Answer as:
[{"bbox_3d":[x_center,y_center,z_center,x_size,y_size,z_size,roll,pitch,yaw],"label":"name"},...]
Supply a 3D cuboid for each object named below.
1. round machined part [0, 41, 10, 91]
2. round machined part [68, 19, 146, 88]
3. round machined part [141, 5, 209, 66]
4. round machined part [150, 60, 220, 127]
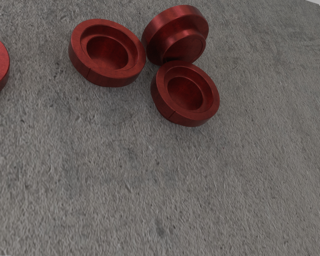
[{"bbox_3d":[-0.212,-0.076,0.325,0.099,0.042,0.098,14,56,-21],"label":"round machined part"},{"bbox_3d":[-0.072,-0.093,0.411,0.099,0.042,0.098,14,56,-21],"label":"round machined part"},{"bbox_3d":[0.026,-0.122,0.443,0.099,0.097,0.042,-9,61,-32],"label":"round machined part"},{"bbox_3d":[0.031,-0.044,0.436,0.099,0.042,0.098,13,56,-21],"label":"round machined part"}]
